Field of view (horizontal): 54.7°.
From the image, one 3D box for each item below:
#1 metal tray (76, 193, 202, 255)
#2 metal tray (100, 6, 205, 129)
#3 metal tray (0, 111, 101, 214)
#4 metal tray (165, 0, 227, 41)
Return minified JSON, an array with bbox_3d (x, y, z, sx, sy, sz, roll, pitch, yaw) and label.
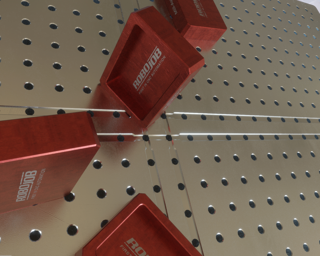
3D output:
[{"bbox_3d":[-0.008,0.143,0.314,0.130,0.030,0.091,47,51,4],"label":"metal tray"},{"bbox_3d":[-0.016,-0.066,0.374,0.090,0.129,0.030,47,51,4],"label":"metal tray"},{"bbox_3d":[-0.113,0.035,0.259,0.091,0.129,0.030,-9,67,-33],"label":"metal tray"},{"bbox_3d":[0.061,-0.225,0.577,0.091,0.030,0.130,-5,64,-31],"label":"metal tray"}]
